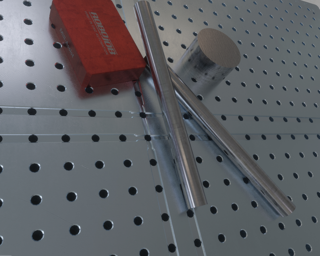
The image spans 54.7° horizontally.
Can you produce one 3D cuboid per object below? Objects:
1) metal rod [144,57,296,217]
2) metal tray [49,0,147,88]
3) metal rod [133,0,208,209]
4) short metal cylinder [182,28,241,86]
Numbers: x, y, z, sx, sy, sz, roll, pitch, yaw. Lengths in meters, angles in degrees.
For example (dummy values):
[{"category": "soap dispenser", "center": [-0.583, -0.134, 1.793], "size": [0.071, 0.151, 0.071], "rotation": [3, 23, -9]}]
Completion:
[{"category": "metal rod", "center": [0.082, 0.004, 0.449], "size": [0.300, 0.025, 0.025], "rotation": [49, 51, 6]}, {"category": "metal tray", "center": [-0.087, -0.123, 0.433], "size": [0.091, 0.030, 0.130], "rotation": [-16, 70, -34]}, {"category": "metal rod", "center": [0.009, -0.043, 0.418], "size": [0.025, 0.025, 0.299], "rotation": [-5, 70, -30]}, {"category": "short metal cylinder", "center": [0.084, -0.116, 0.508], "size": [0.081, 0.050, 0.080], "rotation": [14, 56, -21]}]
